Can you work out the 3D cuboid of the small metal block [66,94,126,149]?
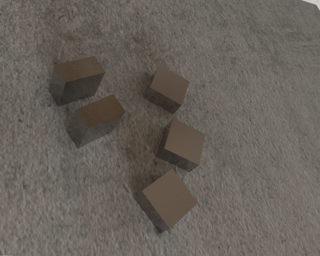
[{"bbox_3d":[-0.074,-0.007,0.353,0.050,0.050,0.025,-29,79,-38],"label":"small metal block"}]

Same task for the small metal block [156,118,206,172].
[{"bbox_3d":[0.028,0.022,0.407,0.050,0.025,0.050,26,52,-12],"label":"small metal block"}]

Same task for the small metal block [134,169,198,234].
[{"bbox_3d":[0.007,0.084,0.358,0.050,0.025,0.050,-31,79,-38],"label":"small metal block"}]

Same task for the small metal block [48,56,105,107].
[{"bbox_3d":[-0.100,-0.056,0.369,0.050,0.050,0.025,-24,75,-37],"label":"small metal block"}]

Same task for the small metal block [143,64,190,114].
[{"bbox_3d":[0.010,-0.056,0.445,0.050,0.025,0.050,29,52,-11],"label":"small metal block"}]
